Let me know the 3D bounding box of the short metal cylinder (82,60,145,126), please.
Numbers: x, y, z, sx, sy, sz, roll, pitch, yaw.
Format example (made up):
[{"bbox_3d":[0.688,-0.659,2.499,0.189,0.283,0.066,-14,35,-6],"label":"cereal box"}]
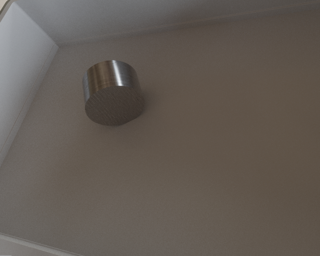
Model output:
[{"bbox_3d":[-0.066,-0.048,0.436,0.080,0.080,0.050,-26,53,12],"label":"short metal cylinder"}]
